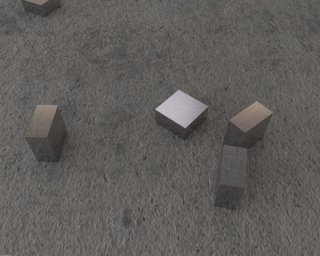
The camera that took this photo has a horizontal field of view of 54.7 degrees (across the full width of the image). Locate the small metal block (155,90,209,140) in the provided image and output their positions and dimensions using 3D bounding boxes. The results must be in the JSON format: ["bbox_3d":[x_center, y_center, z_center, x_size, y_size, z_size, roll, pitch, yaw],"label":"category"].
[{"bbox_3d":[0.029,-0.019,0.419,0.050,0.025,0.050,33,57,25],"label":"small metal block"}]

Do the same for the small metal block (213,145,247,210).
[{"bbox_3d":[0.077,0.055,0.341,0.025,0.050,0.050,9,51,7],"label":"small metal block"}]

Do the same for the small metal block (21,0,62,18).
[{"bbox_3d":[-0.233,-0.247,0.609,0.050,0.025,0.050,22,53,17],"label":"small metal block"}]

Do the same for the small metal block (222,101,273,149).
[{"bbox_3d":[0.108,0.002,0.386,0.050,0.050,0.025,-32,57,-24],"label":"small metal block"}]

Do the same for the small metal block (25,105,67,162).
[{"bbox_3d":[-0.138,0.007,0.380,0.025,0.050,0.050,1,50,1],"label":"small metal block"}]
